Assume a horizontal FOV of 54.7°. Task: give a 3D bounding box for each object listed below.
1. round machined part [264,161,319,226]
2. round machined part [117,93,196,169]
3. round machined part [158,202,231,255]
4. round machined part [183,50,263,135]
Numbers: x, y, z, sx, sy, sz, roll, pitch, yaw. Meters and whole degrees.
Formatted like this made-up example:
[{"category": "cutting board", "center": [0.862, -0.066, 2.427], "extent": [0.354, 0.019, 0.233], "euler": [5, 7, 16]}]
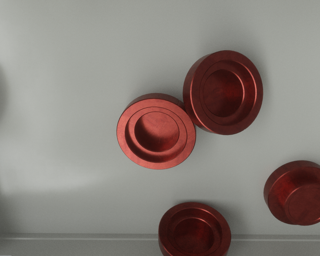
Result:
[{"category": "round machined part", "center": [0.204, 0.099, 0.442], "extent": [0.099, 0.042, 0.097], "euler": [0, 110, -1]}, {"category": "round machined part", "center": [-0.003, 0.001, 0.398], "extent": [0.099, 0.042, 0.097], "euler": [2, 114, 6]}, {"category": "round machined part", "center": [0.047, 0.156, 0.434], "extent": [0.099, 0.098, 0.042], "euler": [1, 128, -1]}, {"category": "round machined part", "center": [0.072, -0.041, 0.375], "extent": [0.099, 0.042, 0.097], "euler": [-2, 95, -21]}]
